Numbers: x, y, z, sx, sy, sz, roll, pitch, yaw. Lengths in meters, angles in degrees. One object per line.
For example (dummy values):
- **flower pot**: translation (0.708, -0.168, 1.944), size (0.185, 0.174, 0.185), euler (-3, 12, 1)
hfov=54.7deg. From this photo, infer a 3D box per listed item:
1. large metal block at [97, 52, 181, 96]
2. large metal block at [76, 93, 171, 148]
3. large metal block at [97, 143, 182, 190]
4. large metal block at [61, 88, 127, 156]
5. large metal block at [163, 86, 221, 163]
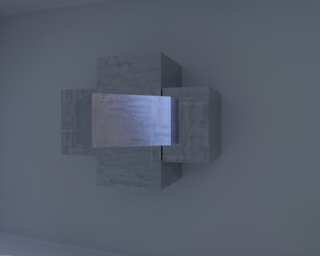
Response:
- **large metal block**: translation (-0.023, -0.058, 0.388), size (0.080, 0.080, 0.050), euler (0, 90, 20)
- **large metal block**: translation (-0.042, -0.007, 0.335), size (0.081, 0.080, 0.050), euler (0, 90, -25)
- **large metal block**: translation (-0.023, 0.042, 0.388), size (0.080, 0.080, 0.050), euler (0, 90, 20)
- **large metal block**: translation (-0.084, -0.007, 0.410), size (0.050, 0.080, 0.080), euler (0, 90, 20)
- **large metal block**: translation (0.040, -0.004, 0.364), size (0.050, 0.080, 0.080), euler (0, 90, 19)
